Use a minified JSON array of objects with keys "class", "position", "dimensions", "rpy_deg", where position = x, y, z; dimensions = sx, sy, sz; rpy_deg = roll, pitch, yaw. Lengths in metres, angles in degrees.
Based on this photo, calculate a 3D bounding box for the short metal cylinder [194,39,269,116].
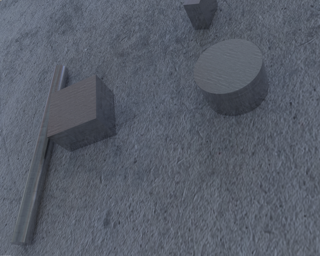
[{"class":"short metal cylinder","position":[0.088,-0.061,0.379],"dimensions":[0.080,0.050,0.080],"rpy_deg":[-13,56,20]}]

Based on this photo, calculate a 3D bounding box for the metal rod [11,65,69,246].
[{"class":"metal rod","position":[-0.179,0.023,0.481],"dimensions":[0.025,0.025,0.299],"rpy_deg":[-13,56,21]}]

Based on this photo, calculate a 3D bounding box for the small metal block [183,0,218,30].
[{"class":"small metal block","position":[0.063,-0.186,0.468],"dimensions":[0.025,0.050,0.050],"rpy_deg":[8,66,31]}]

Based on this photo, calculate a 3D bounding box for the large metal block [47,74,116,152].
[{"class":"large metal block","position":[-0.114,-0.021,0.459],"dimensions":[0.080,0.050,0.080],"rpy_deg":[-20,54,16]}]
